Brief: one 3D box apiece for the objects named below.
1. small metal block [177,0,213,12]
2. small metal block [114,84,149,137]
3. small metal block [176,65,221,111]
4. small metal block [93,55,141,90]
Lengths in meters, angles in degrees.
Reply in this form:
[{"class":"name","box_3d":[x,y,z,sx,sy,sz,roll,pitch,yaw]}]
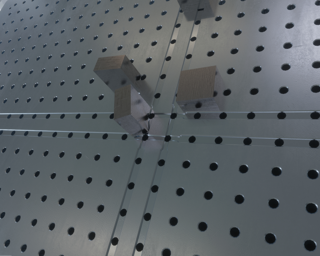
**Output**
[{"class":"small metal block","box_3d":[0.061,-0.224,0.515,0.050,0.025,0.050,1,62,28]},{"class":"small metal block","box_3d":[-0.039,-0.023,0.428,0.025,0.050,0.050,-16,55,19]},{"class":"small metal block","box_3d":[0.052,-0.052,0.414,0.050,0.025,0.050,-4,60,26]},{"class":"small metal block","box_3d":[-0.065,-0.085,0.480,0.050,0.050,0.025,1,62,29]}]
